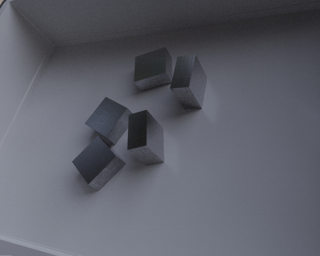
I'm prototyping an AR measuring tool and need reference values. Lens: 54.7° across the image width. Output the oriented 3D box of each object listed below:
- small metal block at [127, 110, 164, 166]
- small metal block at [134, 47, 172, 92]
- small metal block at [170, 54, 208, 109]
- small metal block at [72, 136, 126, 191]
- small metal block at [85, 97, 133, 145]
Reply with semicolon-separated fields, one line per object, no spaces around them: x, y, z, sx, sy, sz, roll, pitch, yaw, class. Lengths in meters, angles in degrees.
-0.017;0.013;0.389;0.025;0.050;0.050;-14;56;20;small metal block
-0.010;-0.087;0.463;0.050;0.025;0.050;-13;56;20;small metal block
0.039;-0.059;0.404;0.025;0.050;0.050;-1;61;28;small metal block
-0.083;0.047;0.419;0.050;0.025;0.050;-46;51;-4;small metal block
-0.072;-0.011;0.449;0.050;0.025;0.050;28;77;37;small metal block
